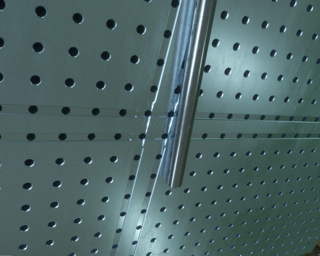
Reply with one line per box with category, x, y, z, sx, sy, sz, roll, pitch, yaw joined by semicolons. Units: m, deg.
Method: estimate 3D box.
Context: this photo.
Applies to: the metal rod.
metal rod;0.039;-0.047;0.402;0.025;0.025;0.298;-7;122;-25
